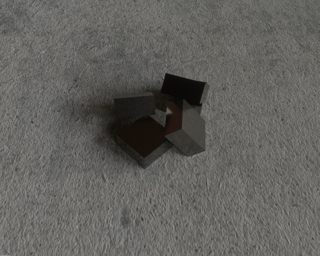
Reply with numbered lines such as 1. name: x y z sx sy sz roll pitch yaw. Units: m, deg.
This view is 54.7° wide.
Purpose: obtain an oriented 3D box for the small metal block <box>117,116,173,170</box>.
1. small metal block: -0.018 0.016 0.391 0.050 0.025 0.050 38 59 27

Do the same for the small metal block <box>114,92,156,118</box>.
1. small metal block: -0.034 -0.032 0.415 0.050 0.025 0.050 -6 13 -6

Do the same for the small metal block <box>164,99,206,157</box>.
1. small metal block: 0.032 0.000 0.386 0.025 0.050 0.050 -24 41 31

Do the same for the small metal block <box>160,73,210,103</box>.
1. small metal block: 0.034 -0.050 0.397 0.050 0.025 0.050 17 9 13

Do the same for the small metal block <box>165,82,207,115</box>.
1. small metal block: 0.037 -0.044 0.442 0.050 0.025 0.050 11 51 8

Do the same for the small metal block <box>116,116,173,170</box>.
1. small metal block: -0.018 0.016 0.391 0.050 0.025 0.050 37 59 27
